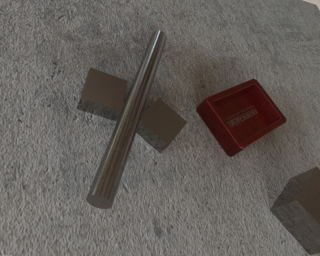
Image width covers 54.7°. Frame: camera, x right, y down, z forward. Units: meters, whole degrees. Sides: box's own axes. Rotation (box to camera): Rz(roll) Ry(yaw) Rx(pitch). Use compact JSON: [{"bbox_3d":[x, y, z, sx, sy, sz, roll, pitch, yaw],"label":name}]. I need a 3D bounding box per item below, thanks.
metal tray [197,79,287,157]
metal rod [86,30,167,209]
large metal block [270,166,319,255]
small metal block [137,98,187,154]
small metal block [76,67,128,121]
[{"bbox_3d":[0.130,-0.020,0.485,0.131,0.030,0.090,-24,75,-37],"label":"metal tray"},{"bbox_3d":[-0.029,-0.037,0.391,0.025,0.025,0.300,26,46,-12],"label":"metal rod"},{"bbox_3d":[0.216,0.115,0.437,0.080,0.050,0.081,49,51,6],"label":"large metal block"},{"bbox_3d":[0.000,-0.004,0.407,0.050,0.025,0.050,41,51,-1],"label":"small metal block"},{"bbox_3d":[-0.072,-0.042,0.392,0.050,0.025,0.050,18,54,-18],"label":"small metal block"}]
